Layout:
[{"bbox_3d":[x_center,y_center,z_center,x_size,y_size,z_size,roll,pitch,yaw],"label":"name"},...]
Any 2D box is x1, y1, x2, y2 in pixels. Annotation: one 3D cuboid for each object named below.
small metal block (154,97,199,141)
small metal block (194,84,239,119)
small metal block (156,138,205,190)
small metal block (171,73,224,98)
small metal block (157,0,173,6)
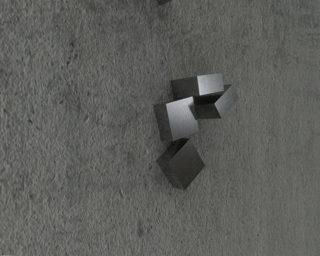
[{"bbox_3d":[0.023,-0.013,0.424,0.050,0.025,0.050,-19,102,-38],"label":"small metal block"},{"bbox_3d":[0.078,-0.038,0.454,0.050,0.050,0.025,-45,117,-31],"label":"small metal block"},{"bbox_3d":[0.030,0.049,0.429,0.050,0.025,0.050,-45,117,-31],"label":"small metal block"},{"bbox_3d":[0.052,-0.059,0.432,0.050,0.050,0.025,-14,100,-39],"label":"small metal block"},{"bbox_3d":[0.008,-0.191,0.394,0.050,0.050,0.025,48,62,-29],"label":"small metal block"}]
